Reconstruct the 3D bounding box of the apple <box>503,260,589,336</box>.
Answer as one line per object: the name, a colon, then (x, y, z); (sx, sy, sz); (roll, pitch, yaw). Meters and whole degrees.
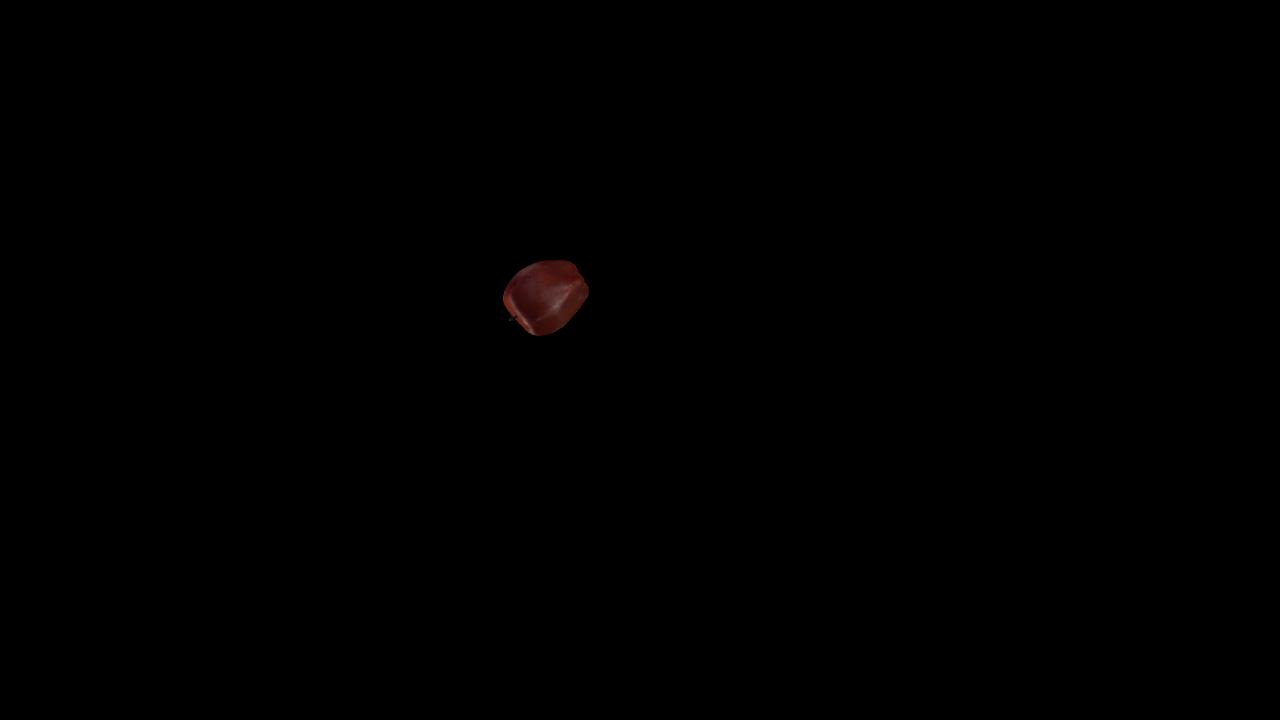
apple: (-0.106, -0.071, 0.678); (0.093, 0.079, 0.079); (-36, 9, -12)
